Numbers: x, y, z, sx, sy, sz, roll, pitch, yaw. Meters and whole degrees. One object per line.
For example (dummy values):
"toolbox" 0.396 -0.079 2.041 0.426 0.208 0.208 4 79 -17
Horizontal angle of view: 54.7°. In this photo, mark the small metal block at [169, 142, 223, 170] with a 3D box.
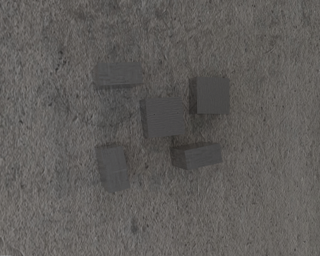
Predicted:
"small metal block" 0.047 0.036 0.413 0.050 0.050 0.025 -10 94 -20

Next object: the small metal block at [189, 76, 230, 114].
"small metal block" 0.069 -0.044 0.434 0.050 0.025 0.050 0 90 -20

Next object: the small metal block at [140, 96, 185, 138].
"small metal block" 0.003 -0.015 0.410 0.050 0.025 0.050 -6 92 -20

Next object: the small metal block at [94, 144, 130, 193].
"small metal block" -0.059 0.047 0.374 0.025 0.050 0.050 -11 94 -20

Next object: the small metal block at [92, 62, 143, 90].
"small metal block" -0.053 -0.062 0.376 0.050 0.050 0.025 -6 93 -20
